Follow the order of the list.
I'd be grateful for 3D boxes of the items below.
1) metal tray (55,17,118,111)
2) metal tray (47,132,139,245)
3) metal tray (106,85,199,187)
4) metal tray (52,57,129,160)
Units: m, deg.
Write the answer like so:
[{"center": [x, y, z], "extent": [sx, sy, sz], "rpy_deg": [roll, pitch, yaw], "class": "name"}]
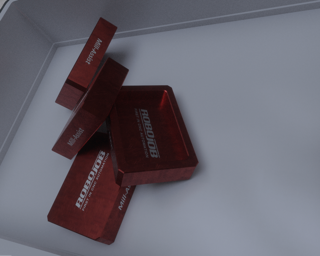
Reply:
[{"center": [-0.117, -0.100, 0.490], "extent": [0.090, 0.030, 0.130], "rpy_deg": [-31, 35, 58], "class": "metal tray"}, {"center": [-0.078, 0.071, 0.400], "extent": [0.090, 0.030, 0.130], "rpy_deg": [8, 65, 31], "class": "metal tray"}, {"center": [-0.016, 0.003, 0.378], "extent": [0.091, 0.030, 0.130], "rpy_deg": [-3, 52, -18], "class": "metal tray"}, {"center": [-0.094, -0.022, 0.410], "extent": [0.129, 0.030, 0.090], "rpy_deg": [-40, 25, 47], "class": "metal tray"}]
